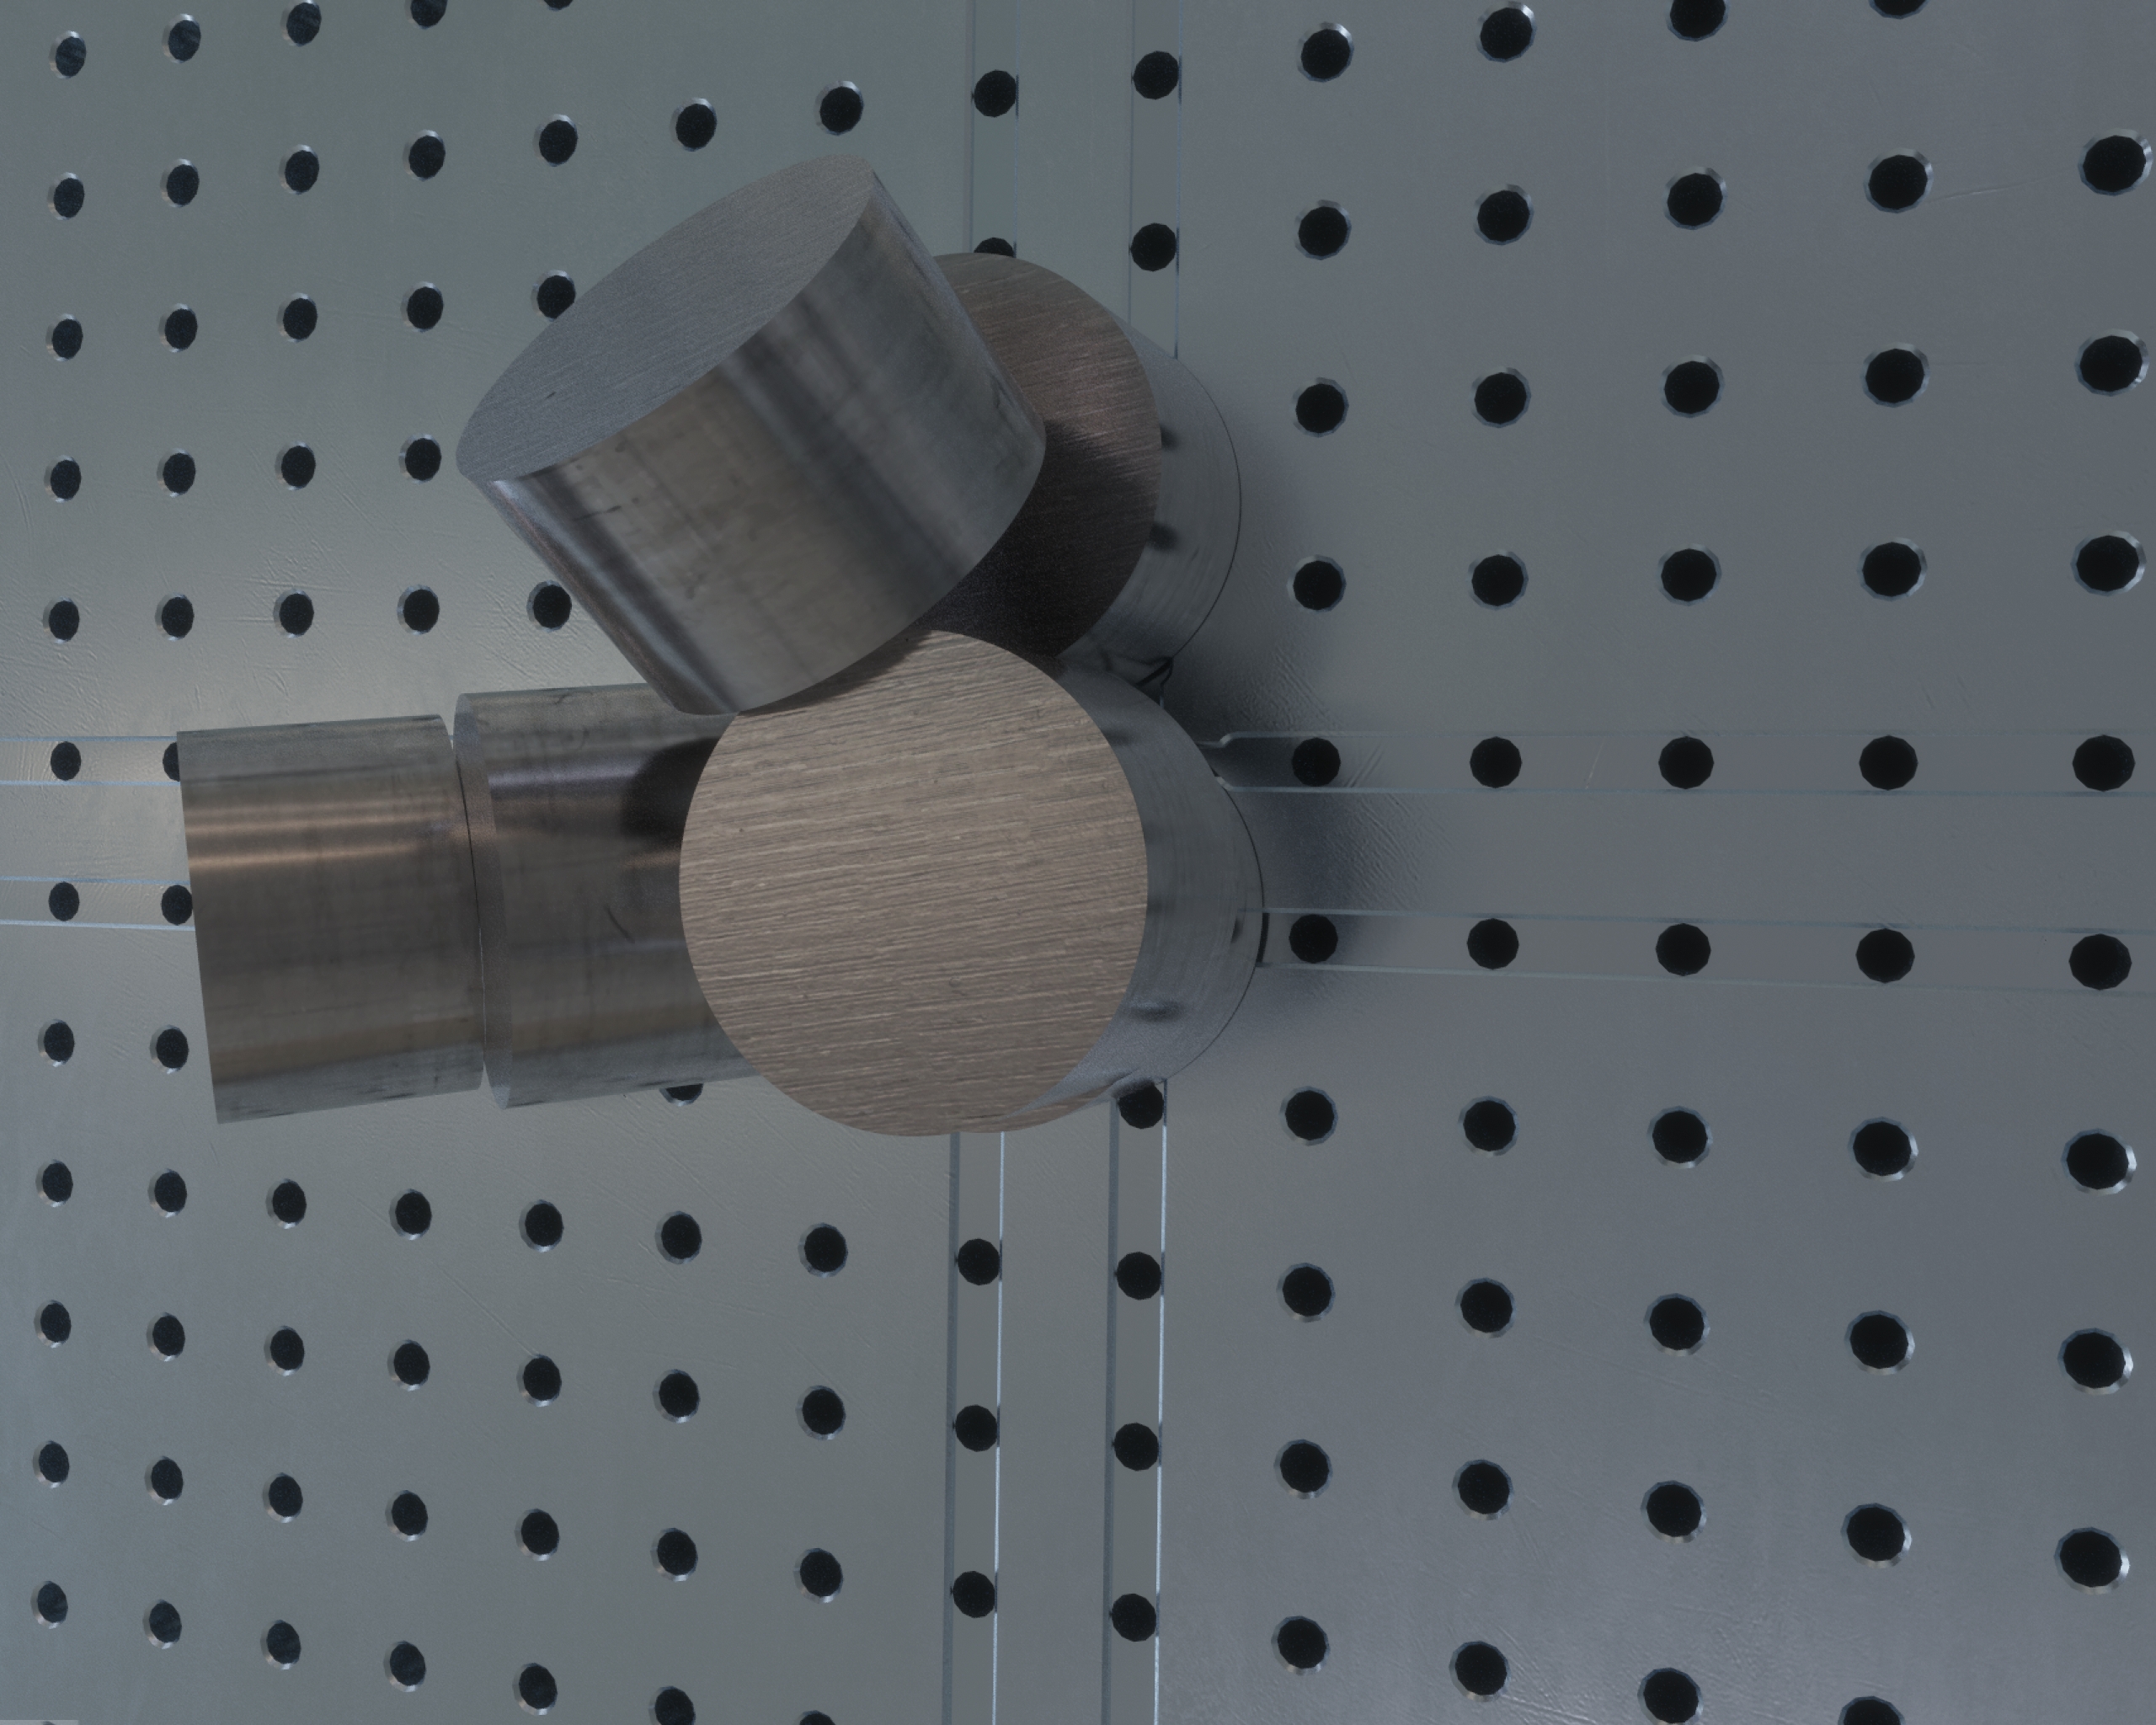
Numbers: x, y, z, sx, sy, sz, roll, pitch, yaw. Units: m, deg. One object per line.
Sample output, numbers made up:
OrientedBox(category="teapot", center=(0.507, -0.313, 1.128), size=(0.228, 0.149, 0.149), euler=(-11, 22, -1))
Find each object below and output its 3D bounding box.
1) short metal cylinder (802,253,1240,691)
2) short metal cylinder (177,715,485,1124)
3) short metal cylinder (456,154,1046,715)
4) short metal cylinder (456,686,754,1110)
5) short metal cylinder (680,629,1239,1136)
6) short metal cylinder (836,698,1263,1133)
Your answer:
OrientedBox(category="short metal cylinder", center=(-0.014, -0.071, 0.404), size=(0.080, 0.050, 0.079), euler=(0, 90, 20))
OrientedBox(category="short metal cylinder", center=(-0.155, 0.011, 0.431), size=(0.050, 0.080, 0.080), euler=(-6, 87, -22))
OrientedBox(category="short metal cylinder", center=(-0.053, -0.070, 0.341), size=(0.080, 0.080, 0.050), euler=(-25, 125, 18))
OrientedBox(category="short metal cylinder", center=(-0.091, 0.005, 0.408), size=(0.050, 0.080, 0.080), euler=(-6, 88, -22))
OrientedBox(category="short metal cylinder", center=(-0.019, 0.003, 0.351), size=(0.080, 0.050, 0.080), euler=(0, 90, 20))
OrientedBox(category="short metal cylinder", center=(-0.010, 0.009, 0.402), size=(0.080, 0.050, 0.080), euler=(0, 90, 20))
